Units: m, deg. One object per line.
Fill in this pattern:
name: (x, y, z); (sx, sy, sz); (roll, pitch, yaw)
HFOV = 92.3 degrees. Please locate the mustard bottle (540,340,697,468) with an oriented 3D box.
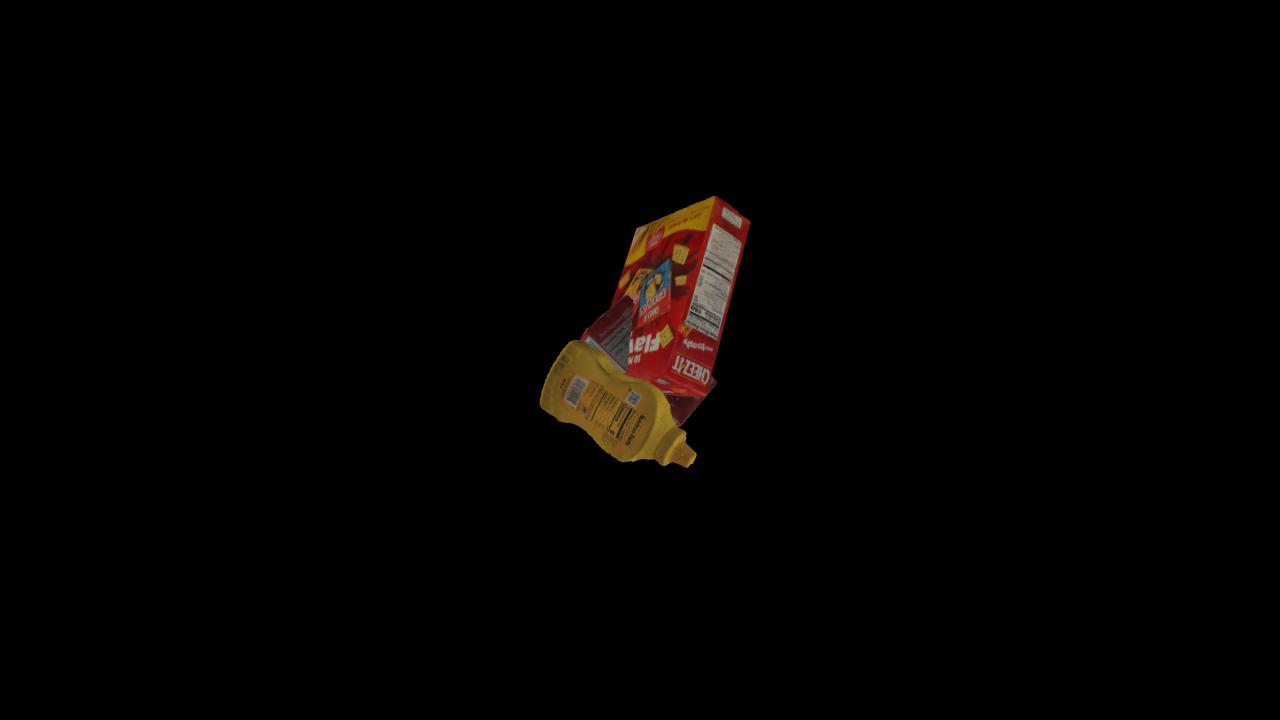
mustard bottle: (-0.018, 0.059, 0.660); (0.184, 0.092, 0.054); (31, 7, 21)

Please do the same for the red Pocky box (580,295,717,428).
red Pocky box: (0.011, 0.002, 0.728); (0.083, 0.155, 0.028); (-45, -2, -33)

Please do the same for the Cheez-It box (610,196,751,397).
Cheez-It box: (0.033, -0.068, 0.743); (0.071, 0.223, 0.166); (25, -17, -30)
